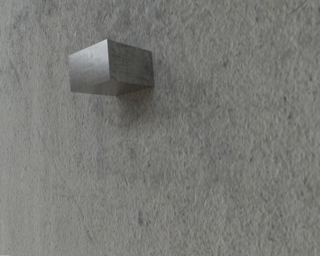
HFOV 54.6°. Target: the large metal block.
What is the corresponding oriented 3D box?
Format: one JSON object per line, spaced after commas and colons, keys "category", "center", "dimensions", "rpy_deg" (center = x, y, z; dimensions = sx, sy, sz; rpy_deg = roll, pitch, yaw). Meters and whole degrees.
{"category": "large metal block", "center": [-0.066, -0.078, 0.425], "dimensions": [0.080, 0.081, 0.050], "rpy_deg": [-8, 85, 40]}
